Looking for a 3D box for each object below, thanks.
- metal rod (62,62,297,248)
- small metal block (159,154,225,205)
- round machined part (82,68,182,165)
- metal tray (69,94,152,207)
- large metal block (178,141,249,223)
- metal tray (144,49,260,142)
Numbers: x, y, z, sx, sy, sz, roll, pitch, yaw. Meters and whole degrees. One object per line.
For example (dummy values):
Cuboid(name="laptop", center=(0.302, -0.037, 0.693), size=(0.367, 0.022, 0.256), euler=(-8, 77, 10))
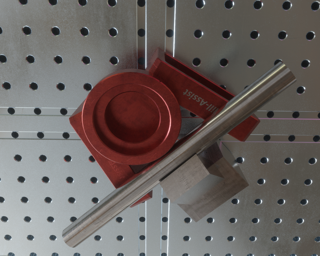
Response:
Cuboid(name="metal rod", center=(0.009, 0.037, 0.331), size=(0.300, 0.025, 0.025), euler=(-39, 106, 12))
Cuboid(name="small metal block", center=(0.036, 0.057, 0.334), size=(0.050, 0.050, 0.025), euler=(-41, 61, 13))
Cuboid(name="round machined part", center=(-0.028, -0.014, 0.325), size=(0.099, 0.042, 0.097), euler=(0, 110, -1))
Cuboid(name="metal tray", center=(-0.054, 0.022, 0.386), size=(0.030, 0.090, 0.130), euler=(-28, 108, 9))
Cuboid(name="large metal block", center=(0.058, 0.061, 0.404), size=(0.080, 0.080, 0.050), euler=(-39, 106, 13))
Cuboid(name="metal tray", center=(0.045, -0.042, 0.363), size=(0.131, 0.090, 0.030), euler=(30, 108, -11))
